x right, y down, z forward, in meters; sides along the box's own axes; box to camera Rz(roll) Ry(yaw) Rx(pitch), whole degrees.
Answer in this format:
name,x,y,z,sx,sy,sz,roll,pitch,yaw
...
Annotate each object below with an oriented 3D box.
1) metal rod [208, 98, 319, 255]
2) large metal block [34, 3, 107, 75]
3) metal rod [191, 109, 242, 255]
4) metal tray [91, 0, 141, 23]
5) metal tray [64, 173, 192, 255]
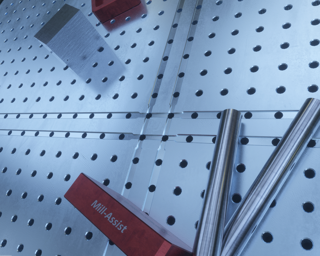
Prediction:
name,x,y,z,sx,sy,sz,roll,pitch,yaw
metal rod,0.082,0.094,0.306,0.025,0.025,0.300,28,77,37
large metal block,-0.157,-0.156,0.549,0.050,0.080,0.080,35,81,38
metal rod,0.046,0.103,0.290,0.025,0.025,0.300,-1,52,27
metal tray,-0.092,-0.279,0.621,0.090,0.030,0.130,-22,54,15
metal tray,-0.028,0.101,0.318,0.130,0.090,0.030,27,77,37
